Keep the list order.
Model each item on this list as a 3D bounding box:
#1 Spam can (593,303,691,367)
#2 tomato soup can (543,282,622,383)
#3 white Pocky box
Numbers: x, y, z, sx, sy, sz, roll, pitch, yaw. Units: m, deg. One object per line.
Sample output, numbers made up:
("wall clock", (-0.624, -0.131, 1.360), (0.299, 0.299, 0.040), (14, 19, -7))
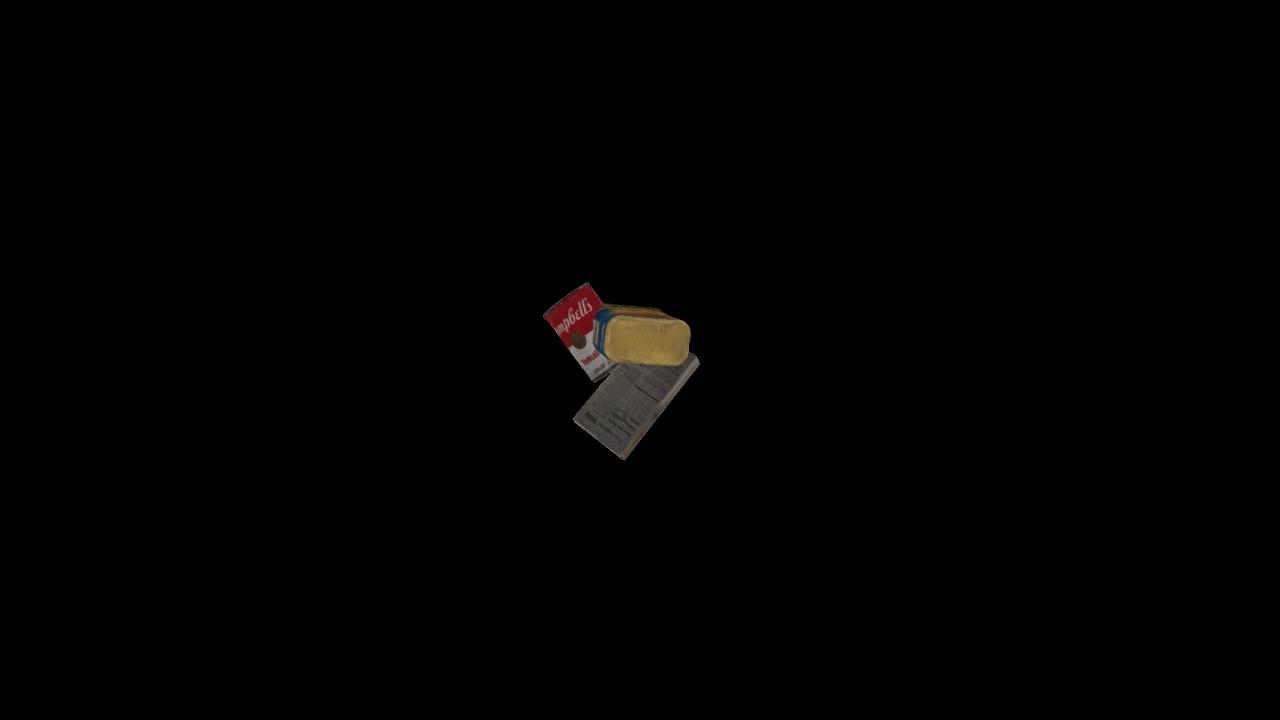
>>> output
("Spam can", (-0.003, -0.028, 0.692), (0.101, 0.058, 0.085), (3, 11, -18))
("tomato soup can", (-0.058, -0.031, 0.725), (0.068, 0.101, 0.068), (-36, 4, 3))
("white Pocky box", (-0.004, 0.039, 0.761), (0.084, 0.154, 0.028), (33, -12, 29))
